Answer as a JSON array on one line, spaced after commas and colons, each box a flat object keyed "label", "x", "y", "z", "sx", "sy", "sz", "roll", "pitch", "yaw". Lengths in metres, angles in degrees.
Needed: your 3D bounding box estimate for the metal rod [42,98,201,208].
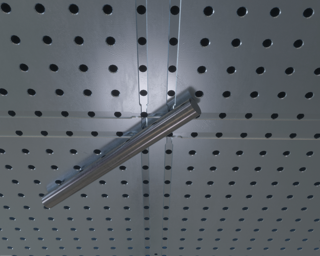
[{"label": "metal rod", "x": -0.070, "y": 0.047, "z": 0.450, "sx": 0.299, "sy": 0.025, "sz": 0.025, "roll": -33, "pitch": 123, "yaw": 25}]
